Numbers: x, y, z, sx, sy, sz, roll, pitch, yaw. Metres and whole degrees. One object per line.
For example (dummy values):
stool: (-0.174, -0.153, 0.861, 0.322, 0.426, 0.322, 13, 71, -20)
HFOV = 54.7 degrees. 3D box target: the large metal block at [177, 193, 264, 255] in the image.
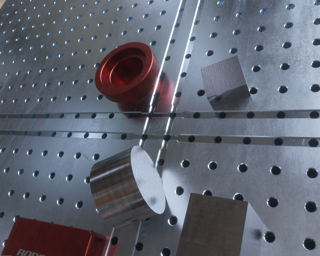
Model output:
large metal block: (0.055, 0.112, 0.276, 0.050, 0.080, 0.080, 3, 63, 29)

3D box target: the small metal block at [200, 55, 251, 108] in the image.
small metal block: (0.084, -0.060, 0.401, 0.050, 0.025, 0.050, -18, 55, 17)

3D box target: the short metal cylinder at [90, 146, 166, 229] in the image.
short metal cylinder: (-0.034, 0.066, 0.350, 0.050, 0.080, 0.080, -24, 53, 14)

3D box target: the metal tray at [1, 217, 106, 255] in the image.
metal tray: (-0.138, 0.164, 0.377, 0.130, 0.030, 0.090, 0, 61, 28)

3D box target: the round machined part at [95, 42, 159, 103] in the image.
round machined part: (-0.046, -0.079, 0.470, 0.098, 0.042, 0.098, -13, 56, 21)
